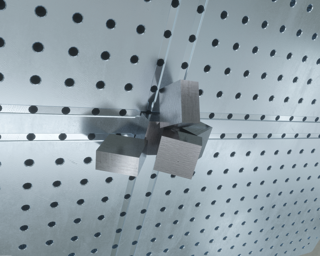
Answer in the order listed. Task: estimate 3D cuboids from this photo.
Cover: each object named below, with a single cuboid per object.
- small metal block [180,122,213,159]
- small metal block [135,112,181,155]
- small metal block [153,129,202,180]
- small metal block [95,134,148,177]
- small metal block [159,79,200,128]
[{"bbox_3d":[0.045,0.021,0.434,0.050,0.025,0.050,-22,134,-55],"label":"small metal block"},{"bbox_3d":[-0.003,0.009,0.414,0.050,0.025,0.050,2,117,-29],"label":"small metal block"},{"bbox_3d":[0.023,0.032,0.395,0.050,0.025,0.050,14,115,1],"label":"small metal block"},{"bbox_3d":[-0.045,0.032,0.376,0.050,0.050,0.025,9,113,6],"label":"small metal block"},{"bbox_3d":[0.023,-0.027,0.377,0.025,0.050,0.050,3,81,-29],"label":"small metal block"}]
